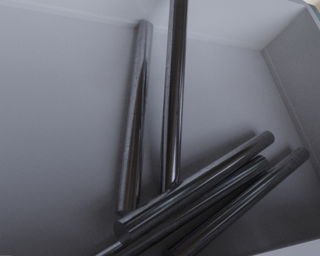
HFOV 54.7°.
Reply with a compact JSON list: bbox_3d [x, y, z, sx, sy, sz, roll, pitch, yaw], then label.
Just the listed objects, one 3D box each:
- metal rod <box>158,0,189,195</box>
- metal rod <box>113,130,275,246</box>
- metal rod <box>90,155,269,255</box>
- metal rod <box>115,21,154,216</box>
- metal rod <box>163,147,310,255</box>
[{"bbox_3d":[0.019,-0.061,0.392,0.025,0.025,0.299,9,78,-24],"label":"metal rod"},{"bbox_3d":[0.067,0.056,0.386,0.302,0.025,0.025,-22,73,-43],"label":"metal rod"},{"bbox_3d":[0.036,0.096,0.367,0.302,0.025,0.025,-21,73,-36],"label":"metal rod"},{"bbox_3d":[-0.029,-0.034,0.412,0.025,0.025,0.300,16,55,-20],"label":"metal rod"},{"bbox_3d":[0.123,0.091,0.417,0.302,0.025,0.025,-24,75,-37],"label":"metal rod"}]
